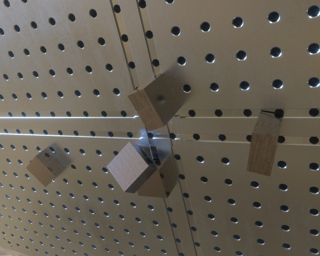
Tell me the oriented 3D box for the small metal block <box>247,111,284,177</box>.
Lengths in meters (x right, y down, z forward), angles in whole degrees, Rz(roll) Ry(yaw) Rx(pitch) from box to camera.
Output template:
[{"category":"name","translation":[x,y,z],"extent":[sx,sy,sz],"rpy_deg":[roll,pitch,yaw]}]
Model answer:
[{"category":"small metal block","translation":[0.117,0.017,0.344],"extent":[0.025,0.050,0.050],"rpy_deg":[12,124,22]}]

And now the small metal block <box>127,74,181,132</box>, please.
[{"category":"small metal block","translation":[-0.006,-0.032,0.379],"extent":[0.025,0.050,0.050],"rpy_deg":[-18,109,35]}]

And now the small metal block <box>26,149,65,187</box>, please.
[{"category":"small metal block","translation":[-0.210,0.074,0.569],"extent":[0.050,0.025,0.050],"rpy_deg":[46,129,-4]}]

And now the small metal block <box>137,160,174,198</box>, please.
[{"category":"small metal block","translation":[-0.012,0.076,0.465],"extent":[0.050,0.025,0.050],"rpy_deg":[-2,118,29]}]

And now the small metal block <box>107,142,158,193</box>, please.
[{"category":"small metal block","translation":[-0.040,0.056,0.441],"extent":[0.050,0.025,0.050],"rpy_deg":[-48,58,8]}]
